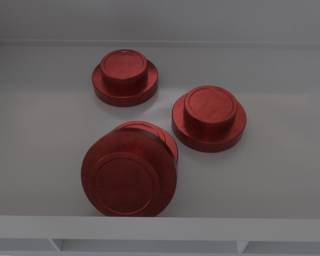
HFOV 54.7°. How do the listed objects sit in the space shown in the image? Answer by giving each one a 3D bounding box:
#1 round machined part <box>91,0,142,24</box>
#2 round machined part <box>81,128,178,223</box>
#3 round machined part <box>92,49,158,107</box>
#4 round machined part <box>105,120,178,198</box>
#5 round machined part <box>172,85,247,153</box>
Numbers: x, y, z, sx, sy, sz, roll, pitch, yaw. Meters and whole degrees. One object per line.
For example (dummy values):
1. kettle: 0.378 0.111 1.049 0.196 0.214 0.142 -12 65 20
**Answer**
1. round machined part: -0.086 -0.248 0.604 0.099 0.042 0.098 0 50 0
2. round machined part: -0.032 0.051 0.312 0.099 0.097 0.042 5 12 4
3. round machined part: -0.052 -0.080 0.461 0.099 0.042 0.098 0 50 0
4. round machined part: -0.027 0.030 0.369 0.099 0.042 0.098 0 50 0
5. round machined part: 0.065 -0.019 0.410 0.099 0.042 0.098 0 50 0
